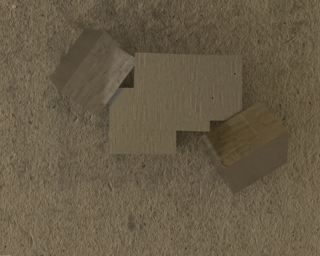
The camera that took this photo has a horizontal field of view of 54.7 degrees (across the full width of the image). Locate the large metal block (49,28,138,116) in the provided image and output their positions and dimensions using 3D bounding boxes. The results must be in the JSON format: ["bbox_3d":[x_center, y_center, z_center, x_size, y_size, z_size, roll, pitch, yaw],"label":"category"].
[{"bbox_3d":[-0.083,-0.071,0.376,0.050,0.080,0.080,36,90,-33],"label":"large metal block"}]

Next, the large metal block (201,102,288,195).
[{"bbox_3d":[0.105,0.027,0.378,0.080,0.080,0.050,-31,52,0],"label":"large metal block"}]

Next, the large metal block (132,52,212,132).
[{"bbox_3d":[0.013,-0.038,0.347,0.081,0.050,0.079,2,90,-1],"label":"large metal block"}]

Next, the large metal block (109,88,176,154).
[{"bbox_3d":[-0.021,-0.009,0.396,0.081,0.050,0.079,0,90,-1],"label":"large metal block"}]

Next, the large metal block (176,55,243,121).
[{"bbox_3d":[0.060,-0.049,0.400,0.081,0.050,0.079,0,90,-1],"label":"large metal block"}]
